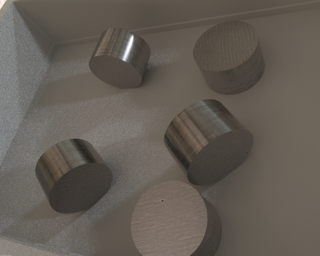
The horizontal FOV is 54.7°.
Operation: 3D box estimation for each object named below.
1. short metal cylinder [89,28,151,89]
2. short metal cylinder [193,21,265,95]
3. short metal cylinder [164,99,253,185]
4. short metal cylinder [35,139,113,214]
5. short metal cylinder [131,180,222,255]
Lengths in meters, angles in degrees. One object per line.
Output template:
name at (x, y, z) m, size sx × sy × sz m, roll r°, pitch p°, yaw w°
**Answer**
short metal cylinder at (-0.059, -0.102, 0.465) m, size 0.080 × 0.080 × 0.050 m, roll 2°, pitch 63°, yaw 29°
short metal cylinder at (0.089, -0.090, 0.398) m, size 0.080 × 0.050 × 0.080 m, roll -13°, pitch 56°, yaw 21°
short metal cylinder at (0.052, 0.016, 0.334) m, size 0.080 × 0.080 × 0.050 m, roll -38°, pitch 51°, yaw 3°
short metal cylinder at (-0.108, 0.060, 0.390) m, size 0.080 × 0.080 × 0.050 m, roll -44°, pitch 51°, yaw -2°
short metal cylinder at (0.018, 0.100, 0.319) m, size 0.080 × 0.050 × 0.080 m, roll -13°, pitch 56°, yaw 21°
